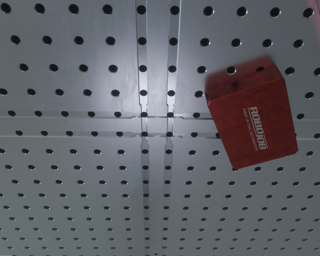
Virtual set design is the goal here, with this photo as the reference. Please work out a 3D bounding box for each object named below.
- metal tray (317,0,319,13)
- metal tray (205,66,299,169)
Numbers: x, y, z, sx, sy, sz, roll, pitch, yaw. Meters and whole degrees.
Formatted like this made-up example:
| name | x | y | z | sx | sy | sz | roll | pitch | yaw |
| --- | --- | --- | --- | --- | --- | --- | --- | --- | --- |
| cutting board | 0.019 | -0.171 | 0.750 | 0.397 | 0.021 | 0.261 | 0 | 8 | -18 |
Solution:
| name | x | y | z | sx | sy | sz | roll | pitch | yaw |
| --- | --- | --- | --- | --- | --- | --- | --- | --- | --- |
| metal tray | 0.218 | -0.114 | 0.313 | 0.090 | 0.030 | 0.130 | -24 | 126 | 19 |
| metal tray | 0.121 | -0.007 | 0.403 | 0.090 | 0.030 | 0.130 | -18 | 128 | 14 |
